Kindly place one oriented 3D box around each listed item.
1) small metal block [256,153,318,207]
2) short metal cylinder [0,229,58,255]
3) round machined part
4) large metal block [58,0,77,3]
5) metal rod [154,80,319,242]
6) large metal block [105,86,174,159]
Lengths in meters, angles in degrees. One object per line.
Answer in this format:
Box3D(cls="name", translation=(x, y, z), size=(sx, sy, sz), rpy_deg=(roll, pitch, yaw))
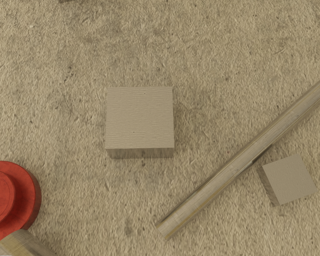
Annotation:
Box3D(cls="small metal block", translation=(0.157, 0.065, 0.386), size=(0.050, 0.025, 0.050), rpy_deg=(-18, 71, -7))
Box3D(cls="short metal cylinder", translation=(-0.151, 0.154, 0.321), size=(0.050, 0.080, 0.080), rpy_deg=(35, 74, 11))
Box3D(cls="round machined part", translation=(-0.197, 0.086, 0.365), size=(0.099, 0.042, 0.098), rpy_deg=(0, 70, -1))
Box3D(cls="large metal block", translation=(-0.130, -0.251, 0.485), size=(0.081, 0.050, 0.080), rpy_deg=(-13, 71, -5))
Box3D(cls="metal rod", translation=(0.116, 0.033, 0.397), size=(0.301, 0.025, 0.025), rpy_deg=(-38, 75, -13))
Box3D(cls="large metal block", translation=(-0.024, -0.006, 0.397), size=(0.081, 0.050, 0.080), rpy_deg=(-1, 70, -1))
